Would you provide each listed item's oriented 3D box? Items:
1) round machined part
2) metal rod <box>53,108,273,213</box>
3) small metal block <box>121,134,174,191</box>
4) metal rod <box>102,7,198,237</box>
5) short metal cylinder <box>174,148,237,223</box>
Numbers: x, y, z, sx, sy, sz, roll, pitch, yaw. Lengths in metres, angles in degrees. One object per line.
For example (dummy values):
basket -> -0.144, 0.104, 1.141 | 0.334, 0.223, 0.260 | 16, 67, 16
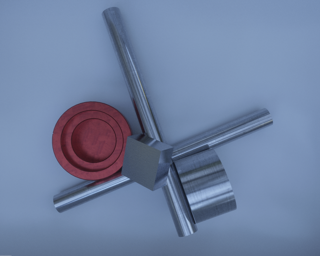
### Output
round machined part -> -0.084, 0.016, 0.401 | 0.099, 0.042, 0.097 | 0, 90, -1
metal rod -> 0.005, 0.043, 0.410 | 0.301, 0.025, 0.025 | -23, 90, -1
small metal block -> -0.016, 0.039, 0.369 | 0.050, 0.025, 0.050 | 21, 109, 32
metal rod -> -0.015, -0.013, 0.392 | 0.025, 0.025, 0.299 | -19, 83, 0
short metal cylinder -> 0.054, 0.071, 0.383 | 0.050, 0.080, 0.080 | -20, 90, 0
